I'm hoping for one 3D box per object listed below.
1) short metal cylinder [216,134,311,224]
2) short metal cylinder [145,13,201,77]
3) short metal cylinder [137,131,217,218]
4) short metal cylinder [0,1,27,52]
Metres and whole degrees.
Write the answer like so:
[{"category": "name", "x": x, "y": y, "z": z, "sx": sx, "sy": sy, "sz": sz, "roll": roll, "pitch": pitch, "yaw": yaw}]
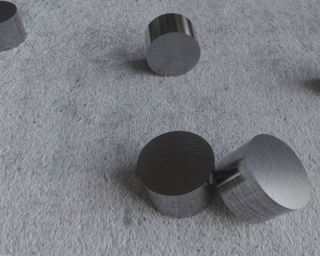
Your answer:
[{"category": "short metal cylinder", "x": 0.106, "y": 0.053, "z": 0.322, "sx": 0.081, "sy": 0.050, "sz": 0.080, "roll": 17, "pitch": 51, "yaw": -23}, {"category": "short metal cylinder", "x": 0.018, "y": -0.126, "z": 0.473, "sx": 0.081, "sy": 0.080, "sz": 0.050, "roll": -3, "pitch": 50, "yaw": -3}, {"category": "short metal cylinder", "x": 0.020, "y": 0.050, "z": 0.336, "sx": 0.080, "sy": 0.050, "sz": 0.080, "roll": -7, "pitch": 49, "yaw": 8}, {"category": "short metal cylinder", "x": -0.279, "y": -0.175, "z": 0.532, "sx": 0.080, "sy": 0.050, "sz": 0.080, "roll": 0, "pitch": 50, "yaw": 0}]
